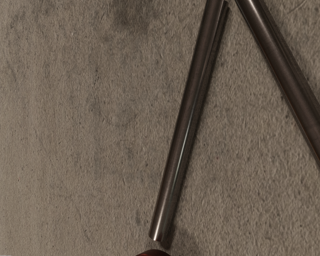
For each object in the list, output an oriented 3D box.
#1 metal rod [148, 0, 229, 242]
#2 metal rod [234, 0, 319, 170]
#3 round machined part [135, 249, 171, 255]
[{"bbox_3d":[0.031,-0.001,0.377,0.025,0.025,0.298,22,104,37],"label":"metal rod"},{"bbox_3d":[0.137,-0.016,0.290,0.025,0.025,0.299,-32,71,35],"label":"metal rod"},{"bbox_3d":[0.002,0.203,0.390,0.098,0.042,0.097,0,90,39],"label":"round machined part"}]
